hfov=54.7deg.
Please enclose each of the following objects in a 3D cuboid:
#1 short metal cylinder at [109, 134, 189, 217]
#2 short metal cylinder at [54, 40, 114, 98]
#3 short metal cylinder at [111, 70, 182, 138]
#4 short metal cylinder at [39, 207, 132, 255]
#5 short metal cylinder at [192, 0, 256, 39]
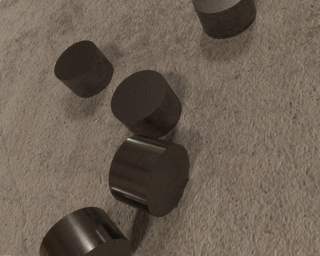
[{"bbox_3d":[-0.010,0.051,0.341,0.050,0.080,0.080,13,69,33],"label":"short metal cylinder"},{"bbox_3d":[-0.125,-0.097,0.510,0.080,0.050,0.080,-13,56,20],"label":"short metal cylinder"},{"bbox_3d":[-0.018,-0.030,0.414,0.080,0.050,0.080,-13,56,20],"label":"short metal cylinder"},{"bbox_3d":[-0.077,0.131,0.327,0.080,0.080,0.050,-48,52,-6],"label":"short metal cylinder"},{"bbox_3d":[0.093,-0.176,0.446,0.080,0.050,0.080,-13,56,20],"label":"short metal cylinder"}]
